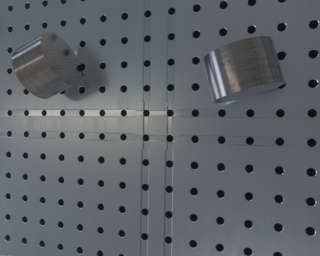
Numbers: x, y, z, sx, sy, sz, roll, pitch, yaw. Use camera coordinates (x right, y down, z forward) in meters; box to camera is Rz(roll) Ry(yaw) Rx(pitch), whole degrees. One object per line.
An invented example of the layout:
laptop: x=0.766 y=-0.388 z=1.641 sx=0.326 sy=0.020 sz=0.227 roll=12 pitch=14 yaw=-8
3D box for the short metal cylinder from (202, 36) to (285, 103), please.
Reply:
short metal cylinder: x=0.093 y=-0.063 z=0.350 sx=0.080 sy=0.080 sz=0.050 roll=-15 pitch=85 yaw=19

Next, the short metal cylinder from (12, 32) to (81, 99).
short metal cylinder: x=-0.158 y=-0.088 z=0.439 sx=0.050 sy=0.080 sz=0.080 roll=-22 pitch=83 yaw=19
